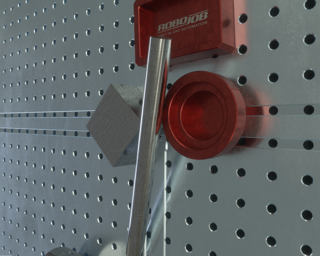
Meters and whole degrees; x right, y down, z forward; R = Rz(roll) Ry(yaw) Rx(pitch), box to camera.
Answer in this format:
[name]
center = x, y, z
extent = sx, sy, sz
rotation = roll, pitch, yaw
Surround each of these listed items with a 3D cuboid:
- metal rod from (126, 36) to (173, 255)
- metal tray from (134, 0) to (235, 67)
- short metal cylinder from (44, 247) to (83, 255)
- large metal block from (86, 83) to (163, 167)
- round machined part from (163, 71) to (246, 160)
[metal rod]
center = -0.017, 0.041, 0.386
extent = 0.025, 0.025, 0.298
rotation = 25, 117, 37
[metal tray]
center = 0.025, -0.129, 0.385
extent = 0.130, 0.030, 0.089
rotation = -3, 88, 40
[short metal cylinder]
center = -0.155, 0.241, 0.501
extent = 0.050, 0.081, 0.079
rotation = 4, 93, 40
[large metal block]
center = -0.048, -0.004, 0.433
extent = 0.080, 0.050, 0.080
rotation = 51, 120, 28
[round machined part]
center = 0.053, -0.014, 0.355
extent = 0.098, 0.042, 0.097
rotation = 0, 90, 40
